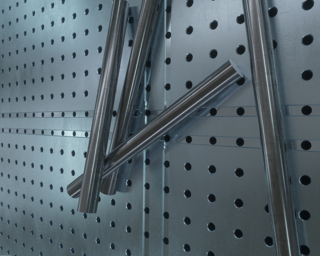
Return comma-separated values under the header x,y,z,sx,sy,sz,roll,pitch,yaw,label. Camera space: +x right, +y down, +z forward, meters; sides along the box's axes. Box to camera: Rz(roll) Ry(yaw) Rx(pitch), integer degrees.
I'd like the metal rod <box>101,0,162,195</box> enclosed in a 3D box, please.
x,y,z,sx,sy,sz,roll,pitch,yaw,label
-0.043,-0.045,0.442,0.025,0.025,0.298,23,104,37,metal rod

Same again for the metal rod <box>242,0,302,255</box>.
x,y,z,sx,sy,sz,roll,pitch,yaw,label
0.112,-0.009,0.315,0.025,0.025,0.298,-10,84,39,metal rod

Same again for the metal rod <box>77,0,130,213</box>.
x,y,z,sx,sy,sz,roll,pitch,yaw,label
-0.076,-0.037,0.429,0.025,0.025,0.299,-1,77,39,metal rod

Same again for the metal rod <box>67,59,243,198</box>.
x,y,z,sx,sy,sz,roll,pitch,yaw,label
-0.024,0.015,0.405,0.299,0.025,0.025,-37,68,26,metal rod
